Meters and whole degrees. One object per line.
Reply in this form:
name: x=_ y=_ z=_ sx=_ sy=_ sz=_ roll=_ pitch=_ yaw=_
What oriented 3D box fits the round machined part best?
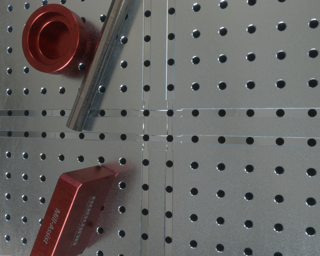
round machined part: x=-0.149 y=-0.127 z=0.456 sx=0.098 sy=0.042 sz=0.097 roll=0 pitch=90 yaw=20

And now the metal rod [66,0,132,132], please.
metal rod: x=-0.070 y=-0.136 z=0.437 sx=0.025 sy=0.025 sz=0.298 roll=25 pitch=98 yaw=18

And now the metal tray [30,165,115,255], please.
metal tray: x=-0.116 y=0.119 z=0.418 sx=0.030 sy=0.090 sz=0.129 roll=25 pitch=98 yaw=18
